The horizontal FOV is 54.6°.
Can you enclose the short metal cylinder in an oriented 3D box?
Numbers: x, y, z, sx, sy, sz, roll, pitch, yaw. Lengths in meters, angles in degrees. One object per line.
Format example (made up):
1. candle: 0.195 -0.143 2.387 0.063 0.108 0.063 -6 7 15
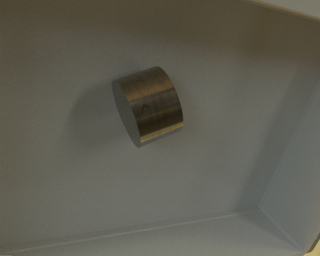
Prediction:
1. short metal cylinder: -0.015 -0.024 0.349 0.050 0.080 0.080 -22 127 -15
